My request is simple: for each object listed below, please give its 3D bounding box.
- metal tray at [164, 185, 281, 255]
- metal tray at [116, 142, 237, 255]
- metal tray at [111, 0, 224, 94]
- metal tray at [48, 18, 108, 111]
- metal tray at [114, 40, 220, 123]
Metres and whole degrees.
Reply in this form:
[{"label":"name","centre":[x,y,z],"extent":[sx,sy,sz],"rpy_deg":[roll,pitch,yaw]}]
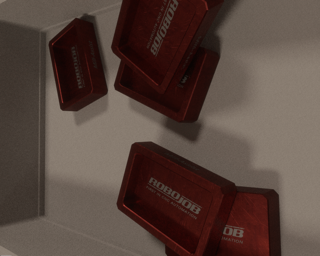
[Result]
[{"label":"metal tray","centre":[0.065,0.111,0.349],"extent":[0.130,0.030,0.089],"rpy_deg":[-3,88,39]},{"label":"metal tray","centre":[0.012,0.079,0.351],"extent":[0.130,0.030,0.089],"rpy_deg":[24,105,37]},{"label":"metal tray","centre":[0.000,-0.108,0.334],"extent":[0.090,0.030,0.129],"rpy_deg":[42,143,10]},{"label":"metal tray","centre":[-0.139,-0.102,0.514],"extent":[0.090,0.030,0.129],"rpy_deg":[-22,76,37]},{"label":"metal tray","centre":[0.002,-0.071,0.399],"extent":[0.130,0.030,0.089],"rpy_deg":[29,108,36]}]
